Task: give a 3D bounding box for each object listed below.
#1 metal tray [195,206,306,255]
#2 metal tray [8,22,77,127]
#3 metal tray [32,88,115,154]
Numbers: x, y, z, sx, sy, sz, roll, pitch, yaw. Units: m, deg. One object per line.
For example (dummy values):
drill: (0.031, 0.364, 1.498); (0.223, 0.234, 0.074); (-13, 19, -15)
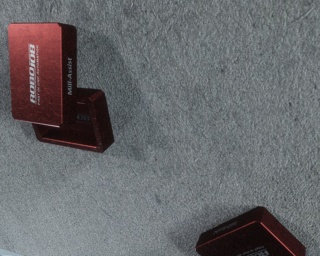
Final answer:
metal tray: (0.126, 0.174, 0.445); (0.090, 0.030, 0.129); (44, 129, -3)
metal tray: (-0.157, -0.072, 0.415); (0.090, 0.030, 0.129); (8, 102, 24)
metal tray: (-0.138, -0.015, 0.466); (0.130, 0.030, 0.089); (8, 122, 24)
